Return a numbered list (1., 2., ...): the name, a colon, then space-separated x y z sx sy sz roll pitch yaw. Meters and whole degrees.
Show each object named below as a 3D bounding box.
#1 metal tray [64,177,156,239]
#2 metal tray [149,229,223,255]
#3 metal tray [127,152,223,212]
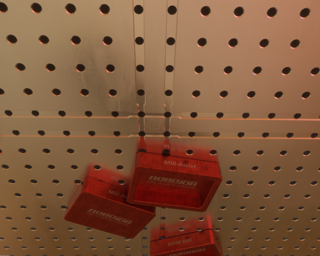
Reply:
1. metal tray: -0.084 0.139 0.526 0.131 0.030 0.089 23 126 -19
2. metal tray: 0.054 0.252 0.623 0.130 0.030 0.090 -17 129 13
3. metal tray: 0.020 0.086 0.482 0.131 0.030 0.089 9 130 -8
